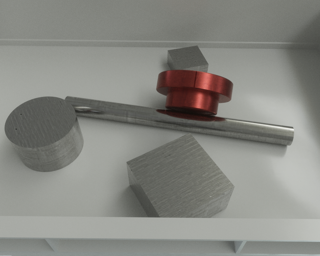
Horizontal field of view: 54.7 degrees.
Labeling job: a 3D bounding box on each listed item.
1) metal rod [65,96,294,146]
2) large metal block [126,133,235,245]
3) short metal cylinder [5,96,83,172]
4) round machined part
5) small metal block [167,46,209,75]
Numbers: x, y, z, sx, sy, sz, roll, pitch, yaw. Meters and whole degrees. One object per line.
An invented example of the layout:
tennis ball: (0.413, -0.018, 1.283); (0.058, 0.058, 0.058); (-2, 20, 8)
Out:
metal rod: (0.020, -0.011, 0.414); (0.302, 0.025, 0.025); (8, 51, 6)
large metal block: (0.019, 0.063, 0.336); (0.081, 0.050, 0.080); (-24, 54, -19)
short metal cylinder: (-0.139, 0.007, 0.381); (0.081, 0.050, 0.080); (0, 50, 0)
round machined part: (0.043, -0.042, 0.406); (0.099, 0.098, 0.042); (8, 87, 6)
small metal block: (0.043, -0.102, 0.492); (0.050, 0.025, 0.050); (-12, 51, -10)
